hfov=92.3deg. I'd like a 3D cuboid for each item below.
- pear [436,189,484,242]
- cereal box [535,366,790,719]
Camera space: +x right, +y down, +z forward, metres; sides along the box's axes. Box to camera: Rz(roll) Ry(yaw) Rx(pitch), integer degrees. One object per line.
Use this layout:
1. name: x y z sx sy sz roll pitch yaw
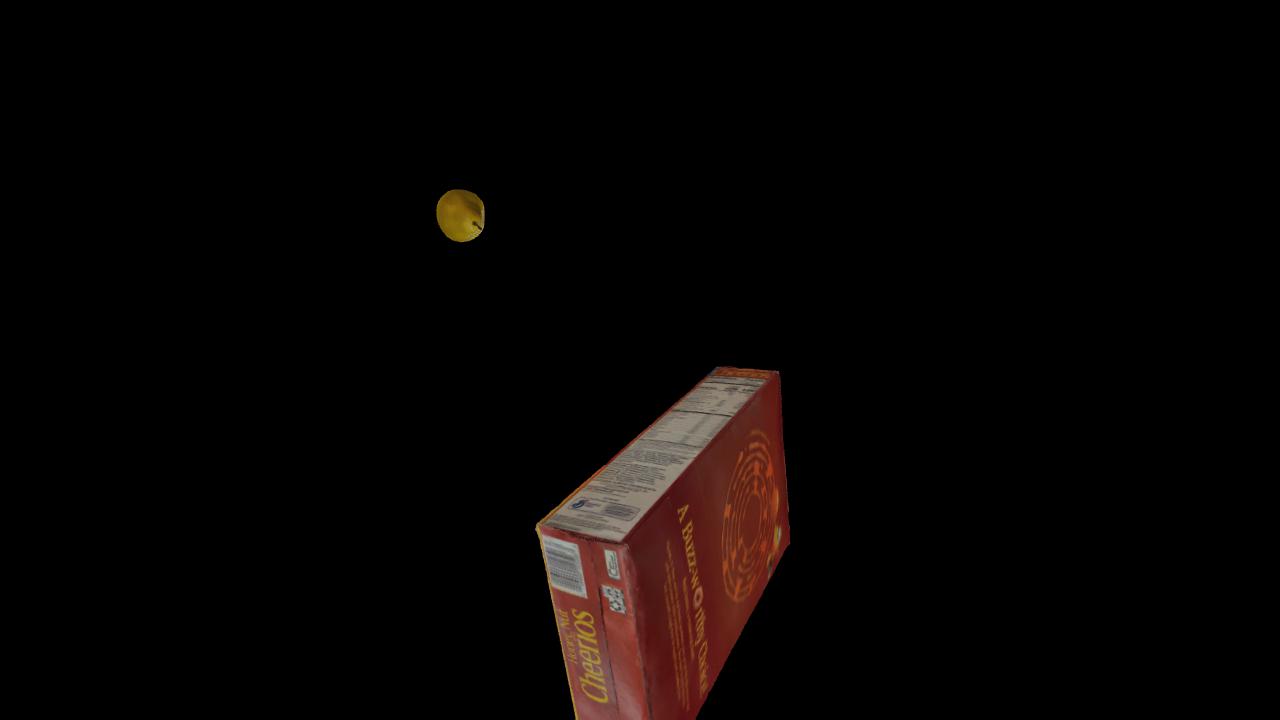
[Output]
1. pear: -0.266 -0.218 0.933 0.080 0.080 0.111 0 11 -31
2. cereal box: 0.047 0.150 0.531 0.081 0.203 0.306 3 22 30
